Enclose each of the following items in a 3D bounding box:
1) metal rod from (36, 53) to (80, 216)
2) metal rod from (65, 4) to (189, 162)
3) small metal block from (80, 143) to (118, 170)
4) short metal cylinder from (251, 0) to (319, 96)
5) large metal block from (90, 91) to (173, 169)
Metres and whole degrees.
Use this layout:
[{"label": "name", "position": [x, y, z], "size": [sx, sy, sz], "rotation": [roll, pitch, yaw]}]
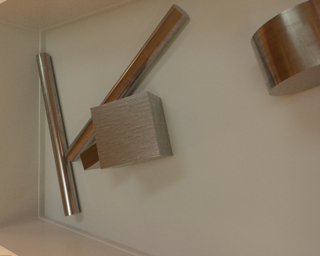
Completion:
[{"label": "metal rod", "position": [-0.185, 0.005, 0.555], "size": [0.025, 0.025, 0.299], "rotation": [-23, 76, 37]}, {"label": "metal rod", "position": [-0.062, -0.049, 0.455], "size": [0.299, 0.025, 0.025], "rotation": [-48, 62, 29]}, {"label": "small metal block", "position": [-0.080, 0.039, 0.454], "size": [0.050, 0.050, 0.025], "rotation": [-33, 70, 35]}, {"label": "short metal cylinder", "position": [0.126, -0.066, 0.266], "size": [0.080, 0.081, 0.050], "rotation": [-24, 75, 37]}, {"label": "large metal block", "position": [-0.036, 0.005, 0.403], "size": [0.080, 0.050, 0.080], "rotation": [-15, 80, 18]}]
